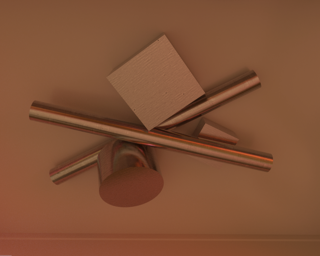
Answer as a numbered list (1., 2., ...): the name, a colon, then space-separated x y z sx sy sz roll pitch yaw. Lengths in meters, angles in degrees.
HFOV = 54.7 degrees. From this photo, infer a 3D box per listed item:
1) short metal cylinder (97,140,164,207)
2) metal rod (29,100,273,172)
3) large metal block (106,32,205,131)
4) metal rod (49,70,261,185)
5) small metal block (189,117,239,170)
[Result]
1. short metal cylinder: -0.040 0.058 0.402 0.081 0.050 0.079 -8 133 -9
2. metal rod: -0.006 0.012 0.387 0.302 0.025 0.025 13 110 -5
3. large metal block: -0.004 -0.057 0.375 0.080 0.050 0.080 -34 107 11
4. metal rod: -0.013 0.003 0.410 0.301 0.025 0.025 -26 108 8
5. small metal block: 0.069 0.021 0.417 0.050 0.025 0.050 25 108 -10
